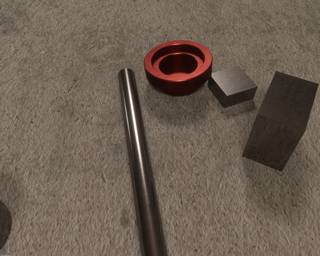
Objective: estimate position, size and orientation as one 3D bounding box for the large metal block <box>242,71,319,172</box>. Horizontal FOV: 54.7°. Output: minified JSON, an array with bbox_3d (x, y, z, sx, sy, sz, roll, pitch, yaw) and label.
[{"bbox_3d":[0.144,-0.008,0.376,0.050,0.080,0.080,22,53,17],"label":"large metal block"}]

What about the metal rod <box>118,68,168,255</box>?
[{"bbox_3d":[-0.026,0.032,0.375,0.025,0.025,0.300,-7,50,-7],"label":"metal rod"}]

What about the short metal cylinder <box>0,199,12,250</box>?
[{"bbox_3d":[-0.198,0.094,0.305,0.081,0.050,0.080,0,50,0],"label":"short metal cylinder"}]

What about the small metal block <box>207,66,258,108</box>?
[{"bbox_3d":[0.105,-0.061,0.456,0.050,0.025,0.050,-18,53,-15],"label":"small metal block"}]

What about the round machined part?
[{"bbox_3d":[0.028,-0.085,0.460,0.099,0.042,0.098,-3,48,4],"label":"round machined part"}]
